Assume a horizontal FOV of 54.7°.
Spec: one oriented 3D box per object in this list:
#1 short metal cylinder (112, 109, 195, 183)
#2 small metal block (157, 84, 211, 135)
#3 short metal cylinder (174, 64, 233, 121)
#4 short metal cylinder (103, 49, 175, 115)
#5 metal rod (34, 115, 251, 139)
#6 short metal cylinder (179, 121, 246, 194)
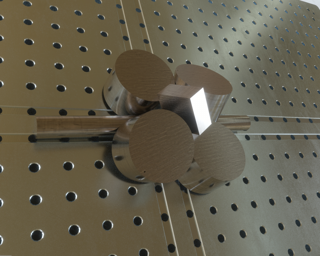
[{"bbox_3d":[-0.008,0.022,0.354,0.081,0.050,0.080,5,80,-28],"label":"short metal cylinder"},{"bbox_3d":[0.029,-0.023,0.372,0.025,0.050,0.050,-41,128,-33],"label":"small metal block"},{"bbox_3d":[0.052,-0.047,0.427,0.081,0.050,0.080,14,34,-9],"label":"short metal cylinder"},{"bbox_3d":[-0.028,-0.055,0.406,0.081,0.050,0.080,14,56,-21],"label":"short metal cylinder"},{"bbox_3d":[-0.001,-0.004,0.405,0.303,0.025,0.025,-2,63,-29],"label":"metal rod"},{"bbox_3d":[0.061,0.038,0.397,0.081,0.050,0.080,14,56,-21],"label":"short metal cylinder"}]
